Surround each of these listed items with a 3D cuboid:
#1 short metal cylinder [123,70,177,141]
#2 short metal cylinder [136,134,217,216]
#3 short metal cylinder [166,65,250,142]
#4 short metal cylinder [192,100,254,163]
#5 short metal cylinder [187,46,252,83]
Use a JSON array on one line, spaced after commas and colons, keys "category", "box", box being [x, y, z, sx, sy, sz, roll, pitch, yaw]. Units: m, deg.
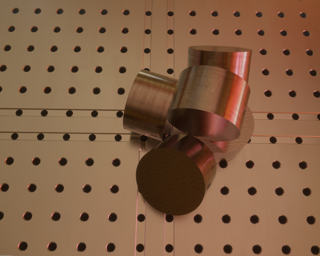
[{"category": "short metal cylinder", "box": [-0.008, -0.029, 0.393, 0.050, 0.080, 0.080, 18, 71, 6]}, {"category": "short metal cylinder", "box": [0.020, 0.052, 0.357, 0.080, 0.050, 0.079, 7, 108, 22]}, {"category": "short metal cylinder", "box": [0.053, -0.024, 0.338, 0.080, 0.080, 0.050, 16, 71, 6]}, {"category": "short metal cylinder", "box": [0.074, 0.001, 0.398, 0.081, 0.050, 0.080, 0, 69, 0]}, {"category": "short metal cylinder", "box": [0.076, -0.078, 0.404, 0.080, 0.080, 0.050, 2, 110, 1]}]
